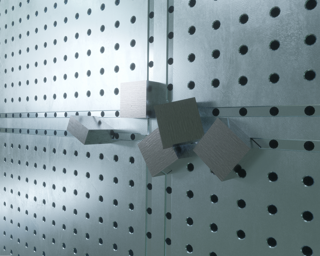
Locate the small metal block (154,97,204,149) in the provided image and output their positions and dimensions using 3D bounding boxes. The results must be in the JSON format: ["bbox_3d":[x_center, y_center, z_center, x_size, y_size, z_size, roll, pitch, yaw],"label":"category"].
[{"bbox_3d":[0.023,-0.005,0.374,0.050,0.025,0.050,-12,79,-3],"label":"small metal block"}]

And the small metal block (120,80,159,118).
[{"bbox_3d":[-0.029,-0.039,0.435,0.050,0.025,0.050,2,91,40],"label":"small metal block"}]

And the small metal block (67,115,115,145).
[{"bbox_3d":[-0.108,0.002,0.484,0.050,0.050,0.025,32,110,35],"label":"small metal block"}]

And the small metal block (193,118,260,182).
[{"bbox_3d":[0.074,0.023,0.349,0.050,0.025,0.050,49,119,29],"label":"small metal block"}]

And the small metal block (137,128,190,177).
[{"bbox_3d":[0.004,0.030,0.407,0.050,0.025,0.050,-40,66,33],"label":"small metal block"}]
